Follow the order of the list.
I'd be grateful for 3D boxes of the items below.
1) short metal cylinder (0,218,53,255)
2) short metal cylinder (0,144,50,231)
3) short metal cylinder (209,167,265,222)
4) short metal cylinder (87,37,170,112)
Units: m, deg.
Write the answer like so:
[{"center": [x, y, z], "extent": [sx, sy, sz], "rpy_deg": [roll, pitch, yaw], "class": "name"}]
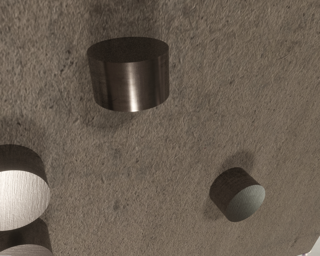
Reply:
[{"center": [-0.180, 0.157, 0.390], "extent": [0.081, 0.050, 0.079], "rpy_deg": [-14, 125, -21], "class": "short metal cylinder"}, {"center": [-0.167, 0.065, 0.340], "extent": [0.081, 0.050, 0.079], "rpy_deg": [-14, 125, -21], "class": "short metal cylinder"}, {"center": [0.134, 0.115, 0.538], "extent": [0.081, 0.050, 0.079], "rpy_deg": [-14, 125, -21], "class": "short metal cylinder"}, {"center": [-0.031, -0.058, 0.320], "extent": [0.081, 0.080, 0.050], "rpy_deg": [-15, 125, -20], "class": "short metal cylinder"}]
